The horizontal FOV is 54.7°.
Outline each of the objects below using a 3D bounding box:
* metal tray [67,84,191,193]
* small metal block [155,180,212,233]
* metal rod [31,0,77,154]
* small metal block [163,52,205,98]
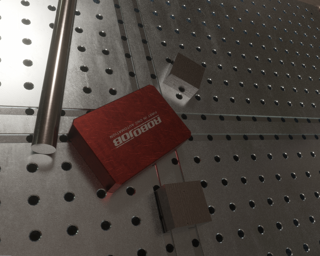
[{"bbox_3d":[-0.033,0.007,0.384,0.131,0.030,0.090,-31,79,-38],"label":"metal tray"},{"bbox_3d":[0.028,0.092,0.368,0.050,0.025,0.050,0,62,-29],"label":"small metal block"},{"bbox_3d":[-0.130,-0.107,0.403,0.025,0.025,0.299,11,57,-23],"label":"metal rod"},{"bbox_3d":[0.038,-0.082,0.480,0.050,0.025,0.050,28,52,-11],"label":"small metal block"}]
